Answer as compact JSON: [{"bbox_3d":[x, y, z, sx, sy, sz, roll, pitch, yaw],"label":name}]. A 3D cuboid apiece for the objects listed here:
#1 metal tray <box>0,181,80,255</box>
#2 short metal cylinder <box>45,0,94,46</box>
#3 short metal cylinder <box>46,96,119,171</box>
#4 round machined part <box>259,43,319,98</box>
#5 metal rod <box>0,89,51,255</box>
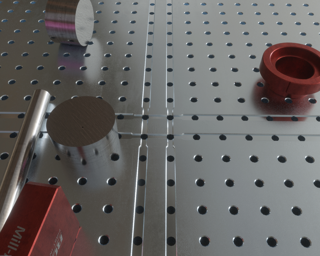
[{"bbox_3d":[-0.111,0.123,0.260,0.030,0.090,0.130,7,50,6],"label":"metal tray"},{"bbox_3d":[-0.151,-0.182,0.524,0.050,0.080,0.080,9,51,7],"label":"short metal cylinder"},{"bbox_3d":[-0.093,0.006,0.386,0.080,0.050,0.080,0,50,0],"label":"short metal cylinder"},{"bbox_3d":[0.200,-0.083,0.467,0.099,0.042,0.098,0,50,0],"label":"round machined part"},{"bbox_3d":[-0.167,0.068,0.348,0.025,0.025,0.300,-1,50,-1],"label":"metal rod"}]
